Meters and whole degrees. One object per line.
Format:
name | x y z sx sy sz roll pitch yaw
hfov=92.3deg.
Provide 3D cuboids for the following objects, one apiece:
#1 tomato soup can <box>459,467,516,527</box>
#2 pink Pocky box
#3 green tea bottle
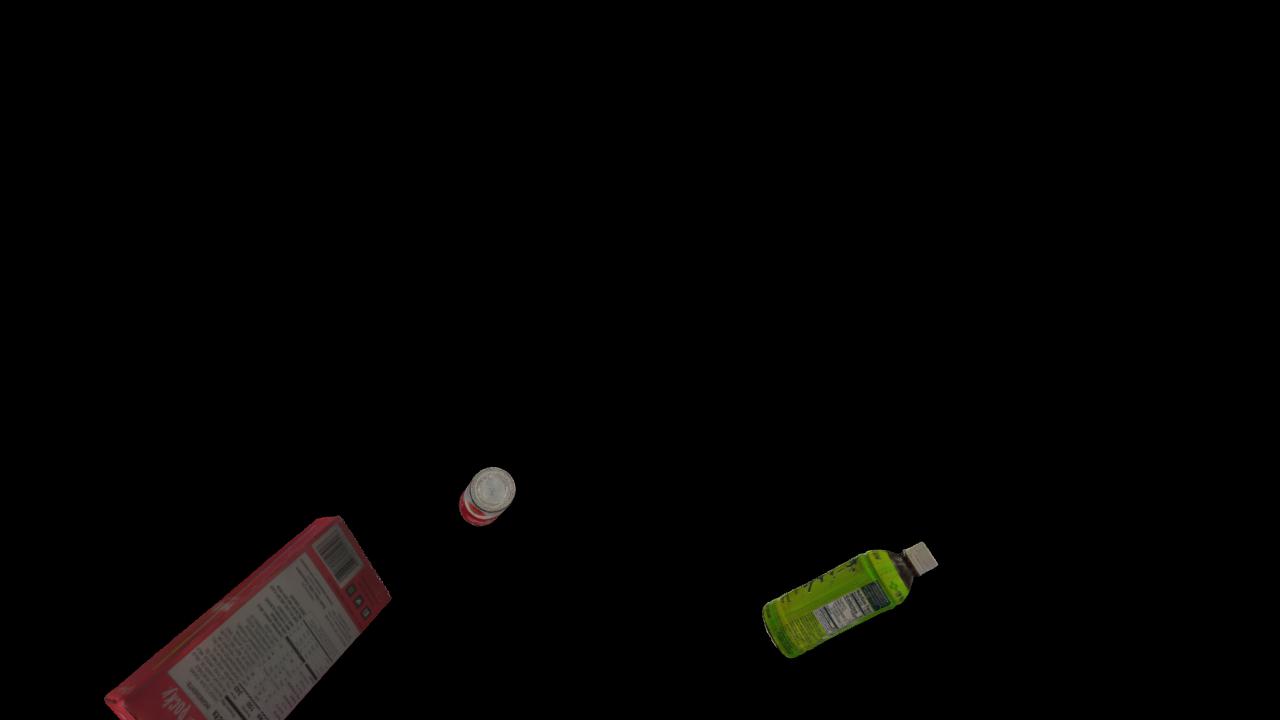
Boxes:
tomato soup can | -0.228 0.203 0.916 0.068 0.068 0.101 0 -25 -26
pink Pocky box | -0.243 0.185 0.406 0.029 0.084 0.155 -11 22 28
green tea bottle | 0.252 0.282 0.737 0.212 0.073 0.073 -32 -9 15
